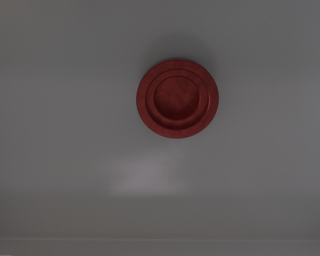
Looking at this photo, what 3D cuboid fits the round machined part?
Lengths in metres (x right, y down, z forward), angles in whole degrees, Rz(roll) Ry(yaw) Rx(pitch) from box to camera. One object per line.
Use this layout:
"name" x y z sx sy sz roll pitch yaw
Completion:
"round machined part" 0.021 -0.039 0.388 0.099 0.042 0.097 0 110 0
